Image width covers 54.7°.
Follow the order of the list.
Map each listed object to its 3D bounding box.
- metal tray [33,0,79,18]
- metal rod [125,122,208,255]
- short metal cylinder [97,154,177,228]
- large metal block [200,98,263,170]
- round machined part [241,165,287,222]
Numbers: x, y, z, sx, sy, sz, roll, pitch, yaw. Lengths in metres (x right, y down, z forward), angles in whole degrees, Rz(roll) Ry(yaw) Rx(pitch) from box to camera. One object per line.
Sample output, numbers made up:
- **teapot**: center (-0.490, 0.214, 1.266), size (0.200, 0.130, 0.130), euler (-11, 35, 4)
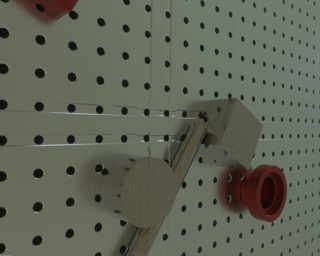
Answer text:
- **metal tray**: center (-0.104, -0.192, 0.317), size (0.090, 0.030, 0.130), euler (37, 67, -34)
- **metal rod**: center (-0.009, 0.121, 0.401), size (0.025, 0.025, 0.300), euler (44, 64, -32)
- **short metal cylinder**: center (-0.027, 0.073, 0.371), size (0.081, 0.050, 0.079), euler (-1, 91, -40)
- **large metal block**: center (0.109, 0.010, 0.484), size (0.080, 0.050, 0.080), euler (38, 67, -34)
- **round machined part**: center (0.181, 0.113, 0.550), size (0.099, 0.042, 0.097), euler (0, 90, -40)
